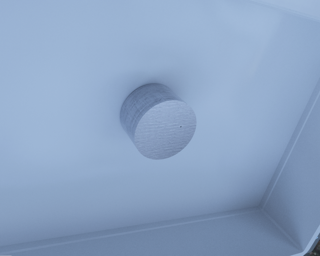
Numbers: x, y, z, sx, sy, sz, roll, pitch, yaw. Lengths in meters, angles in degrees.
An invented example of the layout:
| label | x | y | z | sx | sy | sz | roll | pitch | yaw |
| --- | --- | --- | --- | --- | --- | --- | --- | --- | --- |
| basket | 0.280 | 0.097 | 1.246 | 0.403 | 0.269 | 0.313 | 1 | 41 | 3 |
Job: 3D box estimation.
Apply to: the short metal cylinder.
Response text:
| label | x | y | z | sx | sy | sz | roll | pitch | yaw |
| --- | --- | --- | --- | --- | --- | --- | --- | --- | --- |
| short metal cylinder | -0.003 | -0.008 | 0.383 | 0.081 | 0.050 | 0.080 | -14 | 124 | -21 |
